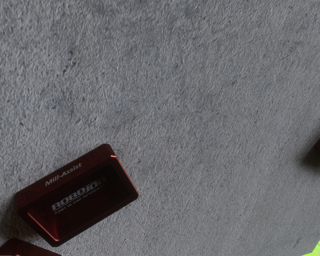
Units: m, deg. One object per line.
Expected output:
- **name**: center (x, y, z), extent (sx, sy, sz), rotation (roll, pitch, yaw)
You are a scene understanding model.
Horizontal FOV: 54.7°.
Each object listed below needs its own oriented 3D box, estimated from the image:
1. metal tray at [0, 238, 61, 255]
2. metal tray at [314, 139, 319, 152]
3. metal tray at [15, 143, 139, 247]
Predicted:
- **metal tray**: center (-0.209, 0.217, 0.422), extent (0.130, 0.030, 0.090), rotation (-43, 130, 2)
- **metal tray**: center (0.380, 0.029, 0.628), extent (0.131, 0.030, 0.090), rotation (23, 106, -37)
- **metal tray**: center (-0.103, 0.088, 0.401), extent (0.131, 0.030, 0.090), rotation (-30, 129, -9)
